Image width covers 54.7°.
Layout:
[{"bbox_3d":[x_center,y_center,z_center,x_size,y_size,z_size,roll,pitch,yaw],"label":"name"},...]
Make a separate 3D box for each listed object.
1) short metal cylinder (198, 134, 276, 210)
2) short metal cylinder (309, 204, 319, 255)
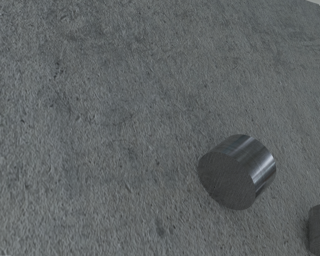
[{"bbox_3d":[0.095,0.054,0.386,0.050,0.080,0.080,-30,79,-38],"label":"short metal cylinder"},{"bbox_3d":[0.243,0.141,0.413,0.080,0.080,0.050,27,53,-12],"label":"short metal cylinder"}]
